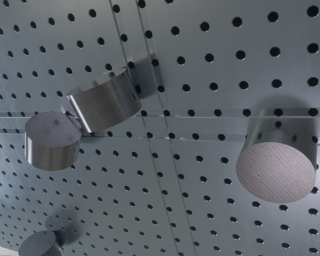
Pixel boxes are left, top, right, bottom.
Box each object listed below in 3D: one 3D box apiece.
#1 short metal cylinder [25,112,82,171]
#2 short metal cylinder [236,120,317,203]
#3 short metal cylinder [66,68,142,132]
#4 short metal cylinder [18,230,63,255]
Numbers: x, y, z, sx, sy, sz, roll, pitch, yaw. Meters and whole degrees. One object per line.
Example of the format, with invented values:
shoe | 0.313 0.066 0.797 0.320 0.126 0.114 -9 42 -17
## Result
short metal cylinder | -0.163 0.019 0.474 0.080 0.080 0.050 28 128 11
short metal cylinder | 0.132 0.037 0.349 0.080 0.050 0.079 13 124 21
short metal cylinder | -0.069 -0.036 0.390 0.080 0.080 0.050 -10 113 32
short metal cylinder | -0.261 0.274 0.683 0.080 0.080 0.050 1 119 28
